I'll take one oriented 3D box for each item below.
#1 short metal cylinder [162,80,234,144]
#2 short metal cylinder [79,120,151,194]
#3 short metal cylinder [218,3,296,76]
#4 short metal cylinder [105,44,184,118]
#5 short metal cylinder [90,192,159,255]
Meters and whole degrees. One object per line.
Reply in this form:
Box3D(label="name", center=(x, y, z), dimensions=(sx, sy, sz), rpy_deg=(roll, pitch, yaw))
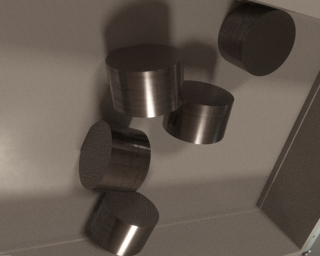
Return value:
Box3D(label="short metal cylinder", center=(0.046, -0.022, 0.387), dimensions=(0.081, 0.080, 0.050), rpy_deg=(-5, 121, -26))
Box3D(label="short metal cylinder", center=(-0.055, 0.036, 0.366), dimensions=(0.050, 0.080, 0.080), rpy_deg=(16, 110, -35))
Box3D(label="short metal cylinder", center=(0.121, -0.112, 0.392), dimensions=(0.081, 0.050, 0.079), rpy_deg=(-14, 125, -21))
Box3D(label="short metal cylinder", center=(-0.015, -0.053, 0.334), dimensions=(0.081, 0.080, 0.050), rpy_deg=(-17, 125, -19))
Box3D(label="short metal cylinder", center=(-0.048, 0.127, 0.427), dimensions=(0.081, 0.080, 0.050), rpy_deg=(15, 111, -35))
